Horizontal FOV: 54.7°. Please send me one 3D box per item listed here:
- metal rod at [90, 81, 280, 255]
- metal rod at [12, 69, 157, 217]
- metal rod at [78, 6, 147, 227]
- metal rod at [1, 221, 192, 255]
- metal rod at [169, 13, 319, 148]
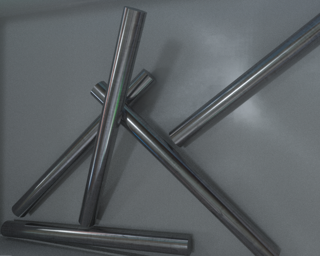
[{"bbox_3d":[0.025,0.050,0.386,0.300,0.025,0.025,44,104,9],"label":"metal rod"},{"bbox_3d":[-0.118,0.030,0.451,0.299,0.025,0.025,-44,77,14],"label":"metal rod"},{"bbox_3d":[-0.066,0.005,0.387,0.025,0.025,0.298,26,116,18],"label":"metal rod"},{"bbox_3d":[-0.103,0.156,0.446,0.301,0.025,0.025,-2,89,19],"label":"metal rod"},{"bbox_3d":[0.132,-0.075,0.363,0.300,0.025,0.025,-39,78,15],"label":"metal rod"}]
